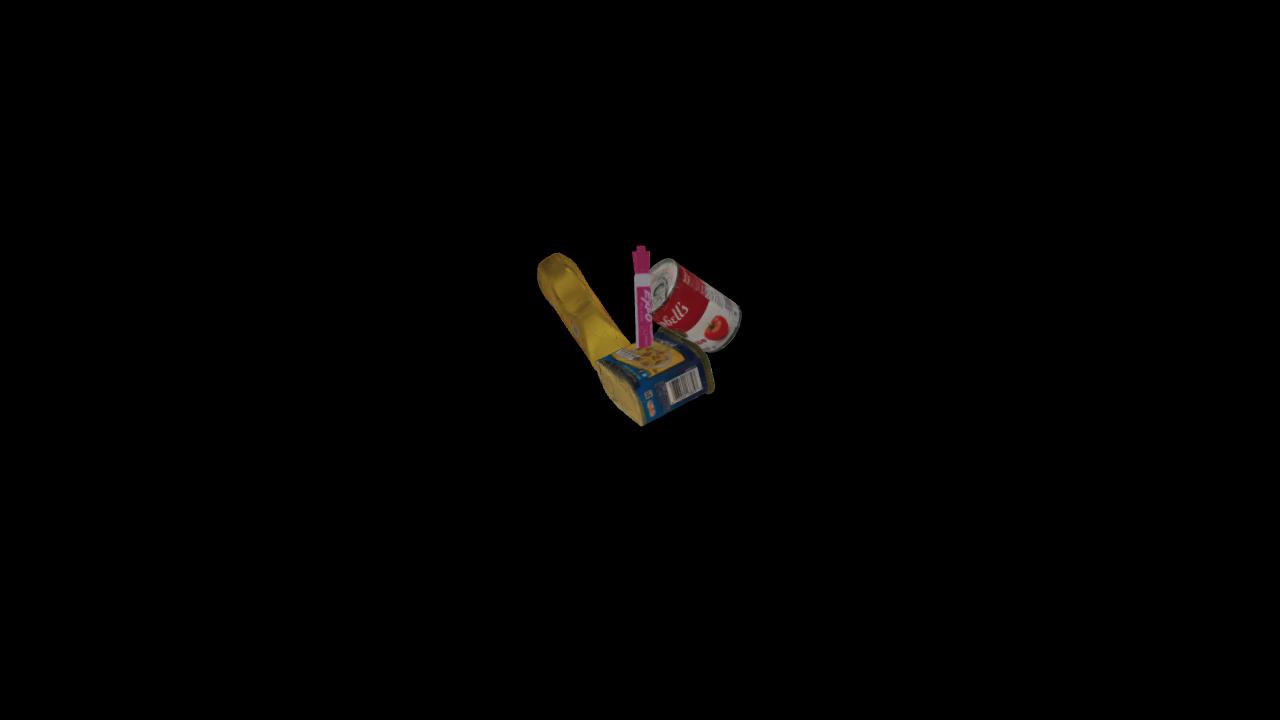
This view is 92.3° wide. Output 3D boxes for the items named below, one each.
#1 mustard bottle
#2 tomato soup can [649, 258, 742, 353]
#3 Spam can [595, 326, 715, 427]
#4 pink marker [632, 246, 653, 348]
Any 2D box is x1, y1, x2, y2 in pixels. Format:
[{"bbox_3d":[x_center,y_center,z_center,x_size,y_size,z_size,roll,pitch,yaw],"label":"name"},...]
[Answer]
[{"bbox_3d":[-0.054,-0.036,0.706,0.054,0.184,0.092,-30,-31,-9],"label":"mustard bottle"},{"bbox_3d":[0.054,-0.057,0.672,0.101,0.068,0.068,28,-16,-32],"label":"tomato soup can"},{"bbox_3d":[0.013,0.015,0.634,0.085,0.058,0.101,-26,28,-19],"label":"Spam can"},{"bbox_3d":[0.003,-0.058,0.639,0.020,0.121,0.020,-2,9,0],"label":"pink marker"}]
